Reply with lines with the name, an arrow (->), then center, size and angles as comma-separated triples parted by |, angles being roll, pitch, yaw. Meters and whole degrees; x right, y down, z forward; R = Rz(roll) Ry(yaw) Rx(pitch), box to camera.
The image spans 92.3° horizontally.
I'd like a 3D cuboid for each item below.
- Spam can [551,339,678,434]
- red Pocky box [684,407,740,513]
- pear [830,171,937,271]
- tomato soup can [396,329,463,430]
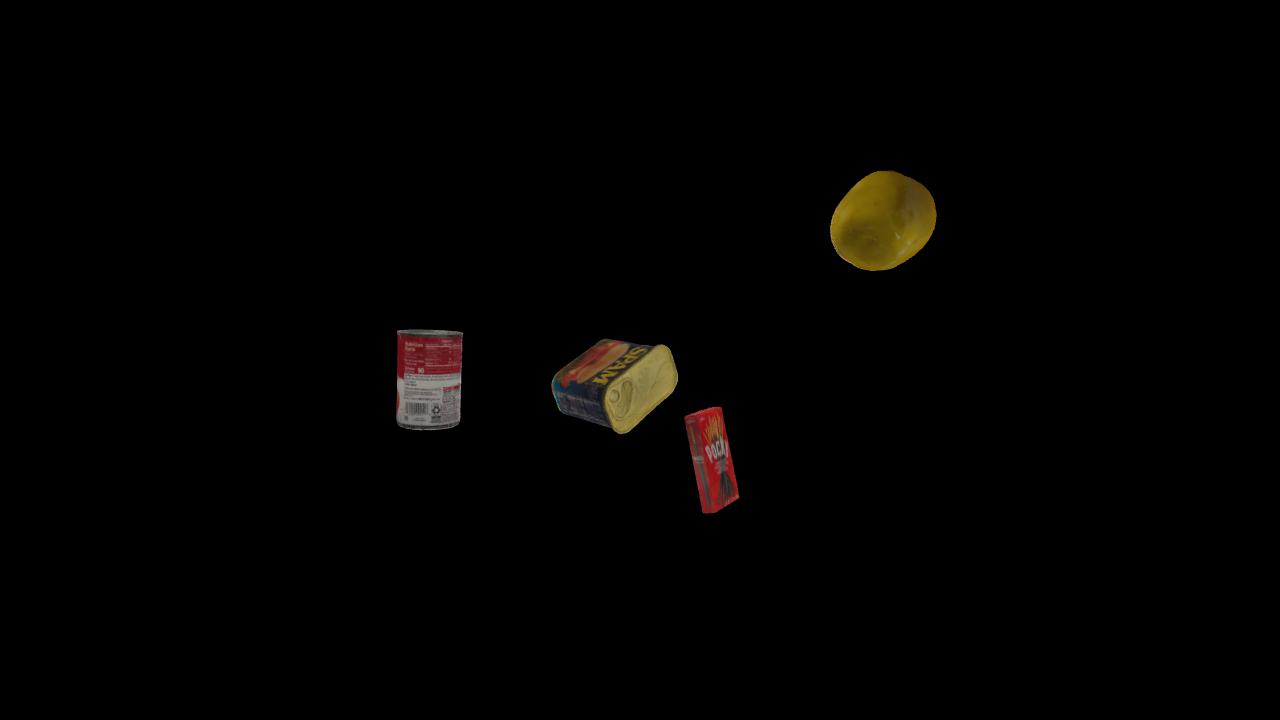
Spam can -> -0.027, 0.022, 0.629 | 0.085, 0.058, 0.101 | 10, 38, 43
red Pocky box -> 0.115, 0.156, 0.973 | 0.028, 0.155, 0.083 | -11, 0, 37
pear -> 0.203, -0.126, 0.500 | 0.080, 0.111, 0.080 | 25, -31, 16
tomato soup can -> -0.226, 0.020, 0.664 | 0.068, 0.101, 0.068 | 3, 6, 0
